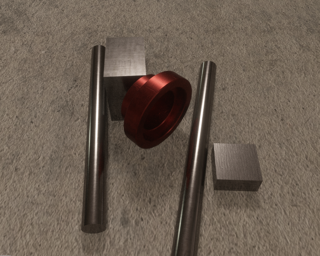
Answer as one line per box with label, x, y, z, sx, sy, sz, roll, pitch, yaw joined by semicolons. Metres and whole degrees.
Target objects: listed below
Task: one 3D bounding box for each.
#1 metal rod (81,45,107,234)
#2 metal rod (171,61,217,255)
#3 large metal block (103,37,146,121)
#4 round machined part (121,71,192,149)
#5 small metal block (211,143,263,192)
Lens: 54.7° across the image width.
metal rod;-0.083;-0.011;0.411;0.025;0.025;0.300;-4;50;-4
metal rod;0.049;0.018;0.388;0.025;0.025;0.300;8;50;6
large metal block;-0.045;-0.067;0.423;0.050;0.080;0.080;-3;50;-3
round machined part;-0.008;-0.026;0.378;0.042;0.097;0.099;36;59;26
small metal block;0.089;0.046;0.366;0.050;0.025;0.050;2;50;1
